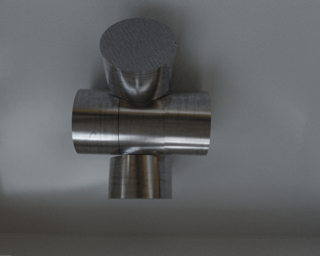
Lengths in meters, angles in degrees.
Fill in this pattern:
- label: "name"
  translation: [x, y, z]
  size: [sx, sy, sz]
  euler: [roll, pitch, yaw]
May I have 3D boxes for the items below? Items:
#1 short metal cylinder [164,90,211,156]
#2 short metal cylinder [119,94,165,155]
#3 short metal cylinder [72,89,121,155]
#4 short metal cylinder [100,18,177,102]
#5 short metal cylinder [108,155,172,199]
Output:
- label: "short metal cylinder"
  translation: [0.031, -0.006, 0.378]
  size: [0.050, 0.080, 0.079]
  euler: [1, 110, 0]
- label: "short metal cylinder"
  translation: [-0.020, -0.006, 0.377]
  size: [0.050, 0.080, 0.079]
  euler: [1, 110, 0]
- label: "short metal cylinder"
  translation: [-0.071, -0.007, 0.377]
  size: [0.050, 0.080, 0.079]
  euler: [1, 110, 0]
- label: "short metal cylinder"
  translation: [-0.023, -0.076, 0.344]
  size: [0.081, 0.080, 0.050]
  euler: [2, 148, -1]
- label: "short metal cylinder"
  translation: [-0.025, 0.065, 0.396]
  size: [0.081, 0.080, 0.050]
  euler: [0, 76, 0]
